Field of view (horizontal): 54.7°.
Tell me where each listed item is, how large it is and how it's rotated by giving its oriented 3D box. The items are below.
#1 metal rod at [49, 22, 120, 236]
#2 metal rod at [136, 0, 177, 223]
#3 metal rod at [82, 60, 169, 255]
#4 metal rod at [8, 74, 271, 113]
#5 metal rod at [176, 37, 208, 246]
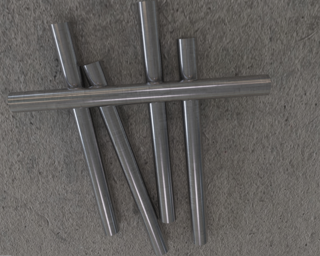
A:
[{"bbox_3d":[-0.095,0.015,0.414,0.025,0.025,0.298,-8,110,3],"label":"metal rod"},{"bbox_3d":[-0.002,-0.006,0.407,0.025,0.025,0.298,-5,110,2],"label":"metal rod"},{"bbox_3d":[-0.041,0.054,0.429,0.025,0.025,0.298,-16,110,6],"label":"metal rod"},{"bbox_3d":[-0.024,-0.041,0.366,0.302,0.025,0.025,-4,110,1],"label":"metal rod"},{"bbox_3d":[0.046,0.032,0.421,0.025,0.025,0.298,-5,110,2],"label":"metal rod"}]
